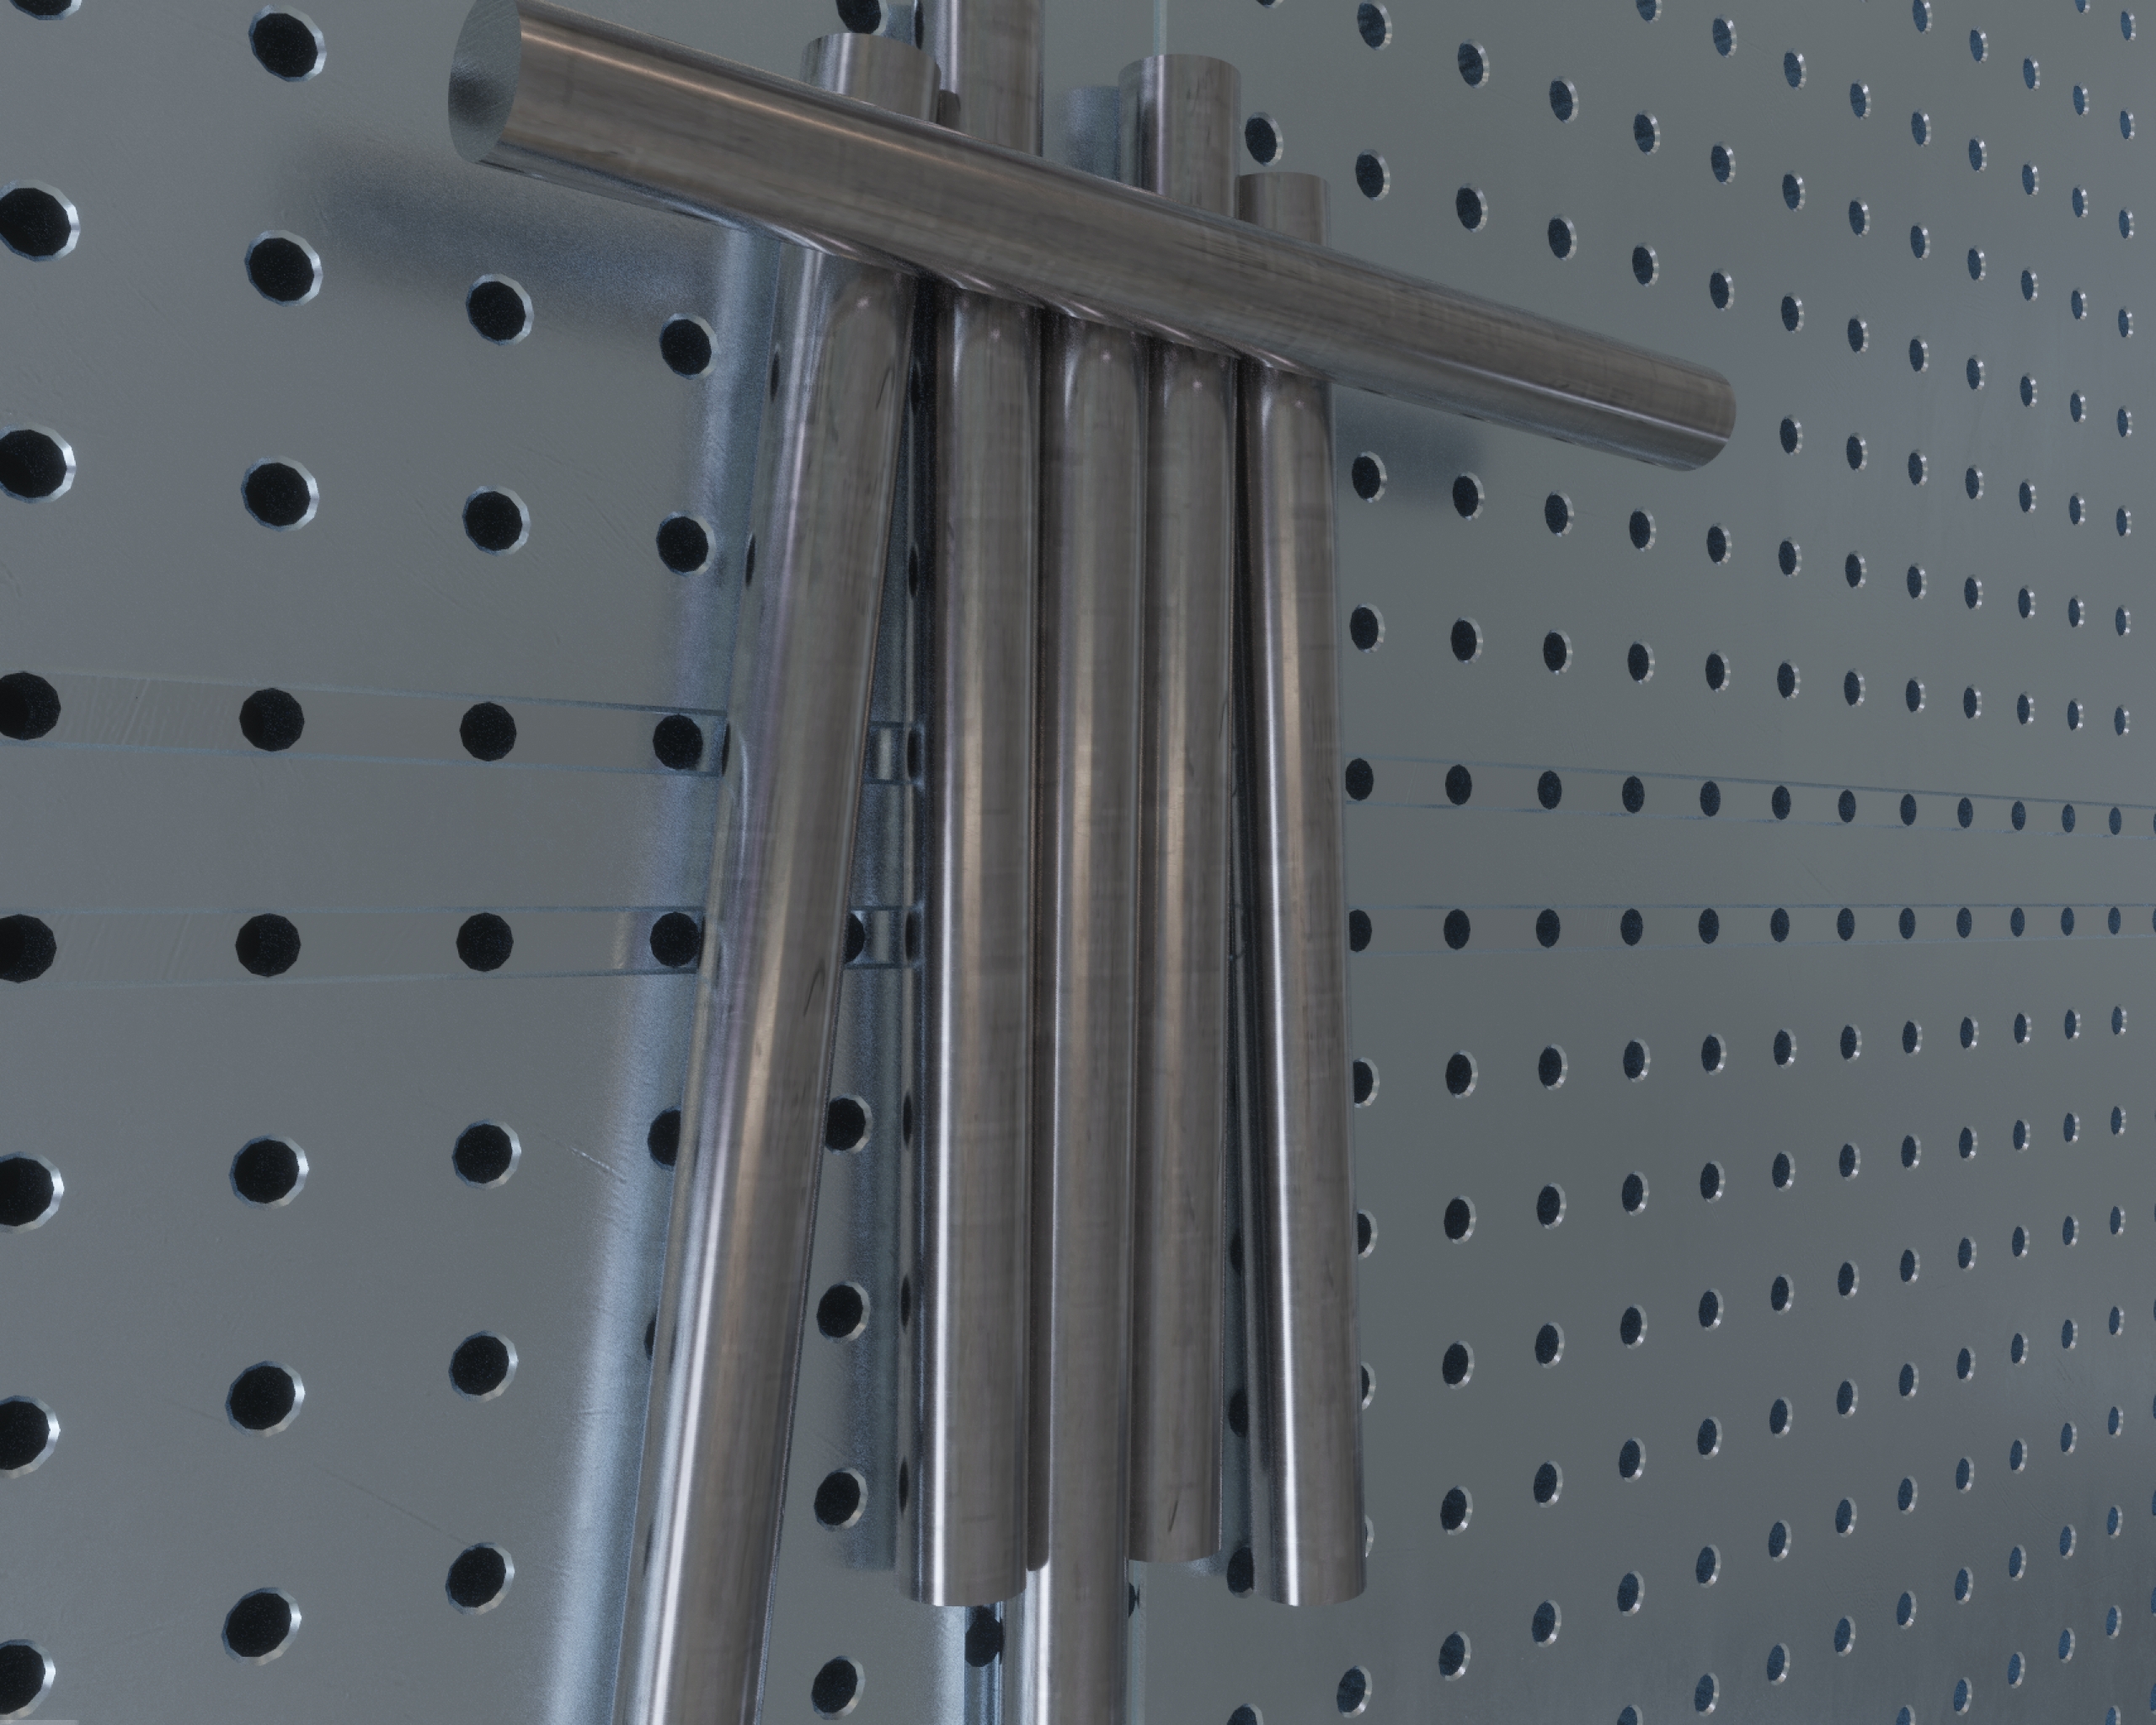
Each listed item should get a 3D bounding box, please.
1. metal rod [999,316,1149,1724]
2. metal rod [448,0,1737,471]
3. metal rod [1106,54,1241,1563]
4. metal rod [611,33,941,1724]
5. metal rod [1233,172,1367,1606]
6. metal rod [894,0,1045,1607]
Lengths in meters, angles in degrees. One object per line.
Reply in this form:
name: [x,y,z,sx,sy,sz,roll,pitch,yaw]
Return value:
metal rod: [-0.001,0.042,0.407,0.025,0.025,0.298,1,90,-40]
metal rod: [0.030,-0.110,0.400,0.302,0.025,0.025,2,89,-40]
metal rod: [0.019,-0.011,0.425,0.025,0.025,0.298,1,89,-40]
metal rod: [-0.052,0.005,0.363,0.025,0.025,0.299,10,84,-40]
metal rod: [0.045,0.007,0.446,0.025,0.025,0.298,-3,92,-40]
metal rod: [-0.020,-0.014,0.391,0.025,0.025,0.298,1,90,-40]
